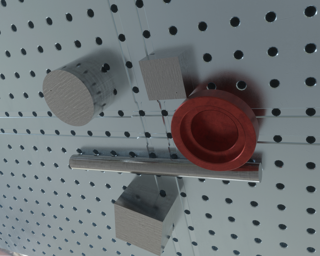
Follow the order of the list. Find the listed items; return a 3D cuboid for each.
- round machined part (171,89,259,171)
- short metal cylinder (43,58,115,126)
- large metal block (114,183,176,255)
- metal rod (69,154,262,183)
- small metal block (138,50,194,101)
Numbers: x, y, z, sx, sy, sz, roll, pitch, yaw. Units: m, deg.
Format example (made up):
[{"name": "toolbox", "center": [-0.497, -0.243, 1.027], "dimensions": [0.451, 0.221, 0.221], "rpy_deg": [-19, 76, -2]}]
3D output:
[{"name": "round machined part", "center": [0.066, -0.001, 0.364], "dimensions": [0.098, 0.042, 0.097], "rpy_deg": [13, 124, 20]}, {"name": "short metal cylinder", "center": [-0.109, -0.049, 0.420], "dimensions": [0.080, 0.050, 0.079], "rpy_deg": [13, 124, 20]}, {"name": "large metal block", "center": [-0.024, 0.146, 0.496], "dimensions": [0.080, 0.050, 0.079], "rpy_deg": [16, 125, 19]}, {"name": "metal rod", "center": [-0.010, 0.056, 0.449], "dimensions": [0.300, 0.025, 0.025], "rpy_deg": [0, 118, 28]}, {"name": "small metal block", "center": [0.008, -0.062, 0.368], "dimensions": [0.050, 0.025, 0.050], "rpy_deg": [-1, 118, 28]}]
